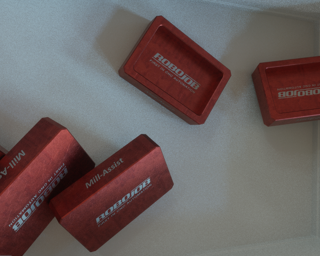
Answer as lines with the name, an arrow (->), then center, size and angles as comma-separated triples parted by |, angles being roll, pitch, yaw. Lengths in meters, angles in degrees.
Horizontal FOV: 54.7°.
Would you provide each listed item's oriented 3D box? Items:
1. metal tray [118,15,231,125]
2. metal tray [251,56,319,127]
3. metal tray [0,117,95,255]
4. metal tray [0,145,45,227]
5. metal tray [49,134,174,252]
metal tray -> 0.022, -0.074, 0.417 | 0.130, 0.030, 0.090 | 34, 79, -17
metal tray -> 0.211, -0.056, 0.454 | 0.131, 0.030, 0.090 | -7, 73, -4
metal tray -> -0.133, 0.064, 0.320 | 0.030, 0.090, 0.130 | 27, 66, 26
metal tray -> -0.184, 0.056, 0.300 | 0.090, 0.030, 0.130 | -47, 142, -15
metal tray -> -0.050, 0.077, 0.365 | 0.131, 0.030, 0.090 | -37, 139, -17
